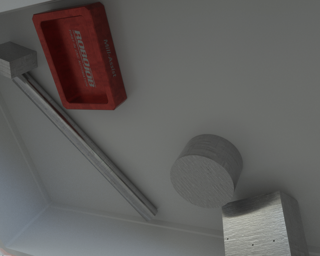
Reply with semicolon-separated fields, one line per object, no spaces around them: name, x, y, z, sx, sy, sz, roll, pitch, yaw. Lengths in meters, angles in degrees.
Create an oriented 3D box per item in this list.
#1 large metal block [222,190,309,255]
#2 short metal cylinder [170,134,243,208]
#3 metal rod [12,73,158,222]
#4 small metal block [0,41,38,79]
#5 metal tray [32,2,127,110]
large metal block;0.126;0.130;0.377;0.080;0.080;0.050;-26;138;37
short metal cylinder;0.060;0.054;0.394;0.080;0.050;0.079;13;124;20
metal rod;-0.113;0.032;0.485;0.300;0.025;0.025;48;129;-6
small metal block;-0.213;-0.098;0.442;0.050;0.050;0.025;22;127;14
metal tray;-0.102;-0.088;0.402;0.090;0.030;0.129;3;120;26
